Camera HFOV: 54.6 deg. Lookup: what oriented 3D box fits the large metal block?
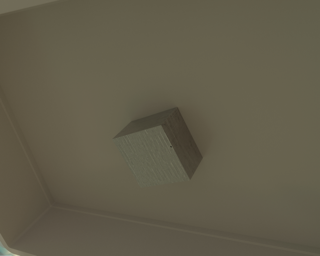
[{"bbox_3d":[-0.002,0.027,0.411,0.080,0.050,0.080,-16,110,34],"label":"large metal block"}]
